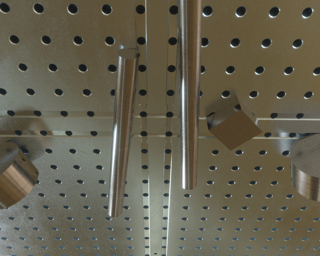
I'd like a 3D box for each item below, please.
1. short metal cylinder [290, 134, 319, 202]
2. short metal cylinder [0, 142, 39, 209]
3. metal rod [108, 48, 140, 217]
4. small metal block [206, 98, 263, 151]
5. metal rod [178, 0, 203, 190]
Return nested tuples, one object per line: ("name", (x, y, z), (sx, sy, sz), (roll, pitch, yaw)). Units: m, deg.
("short metal cylinder", (0.221, 0.053, 0.423), (0.080, 0.080, 0.050), (-12, 129, 10))
("short metal cylinder", (-0.219, 0.065, 0.428), (0.080, 0.080, 0.050), (-13, 129, 11))
("metal rod", (-0.056, 0.030, 0.436), (0.025, 0.025, 0.298), (6, 130, -6))
("small metal block", (0.098, -0.004, 0.409), (0.050, 0.025, 0.050), (-35, 122, 26))
("metal rod", (0.037, -0.026, 0.389), (0.025, 0.025, 0.298), (-3, 130, 2))
